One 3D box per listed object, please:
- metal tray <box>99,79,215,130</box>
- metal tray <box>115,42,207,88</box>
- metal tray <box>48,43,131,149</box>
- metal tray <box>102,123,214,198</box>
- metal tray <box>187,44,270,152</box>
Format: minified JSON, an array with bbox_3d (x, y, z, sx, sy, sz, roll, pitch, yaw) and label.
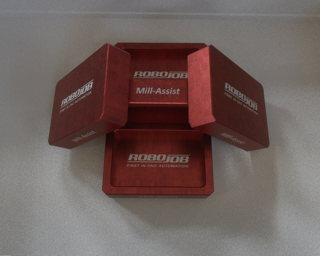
[{"bbox_3d":[-0.003,-0.026,0.383,0.131,0.090,0.030,1,70,-1],"label":"metal tray"},{"bbox_3d":[0.002,-0.073,0.431,0.131,0.030,0.090,0,70,-1],"label":"metal tray"},{"bbox_3d":[-0.087,-0.032,0.370,0.030,0.130,0.090,18,64,-39],"label":"metal tray"},{"bbox_3d":[-0.002,0.041,0.388,0.131,0.030,0.090,1,70,-1],"label":"metal tray"},{"bbox_3d":[0.085,-0.030,0.370,0.030,0.131,0.090,-17,64,40],"label":"metal tray"}]
